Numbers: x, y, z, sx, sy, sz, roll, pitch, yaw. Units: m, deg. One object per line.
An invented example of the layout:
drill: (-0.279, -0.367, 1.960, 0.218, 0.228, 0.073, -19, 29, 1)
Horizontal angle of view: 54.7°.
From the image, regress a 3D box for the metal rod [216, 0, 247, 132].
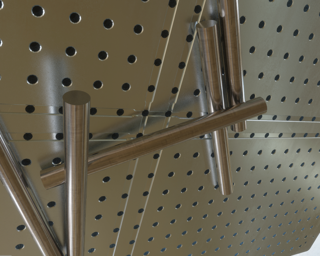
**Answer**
metal rod: (0.089, -0.116, 0.389, 0.025, 0.025, 0.298, -26, 128, -13)

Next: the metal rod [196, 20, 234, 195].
metal rod: (0.086, -0.007, 0.455, 0.025, 0.025, 0.298, -25, 128, -13)

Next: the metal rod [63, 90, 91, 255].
metal rod: (-0.103, 0.087, 0.378, 0.025, 0.025, 0.298, -8, 132, -25)

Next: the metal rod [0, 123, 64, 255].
metal rod: (-0.165, 0.078, 0.369, 0.025, 0.025, 0.298, -20, 126, -17)

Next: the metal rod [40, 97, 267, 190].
metal rod: (0.000, 0.016, 0.402, 0.302, 0.025, 0.025, -19, 126, -10)
